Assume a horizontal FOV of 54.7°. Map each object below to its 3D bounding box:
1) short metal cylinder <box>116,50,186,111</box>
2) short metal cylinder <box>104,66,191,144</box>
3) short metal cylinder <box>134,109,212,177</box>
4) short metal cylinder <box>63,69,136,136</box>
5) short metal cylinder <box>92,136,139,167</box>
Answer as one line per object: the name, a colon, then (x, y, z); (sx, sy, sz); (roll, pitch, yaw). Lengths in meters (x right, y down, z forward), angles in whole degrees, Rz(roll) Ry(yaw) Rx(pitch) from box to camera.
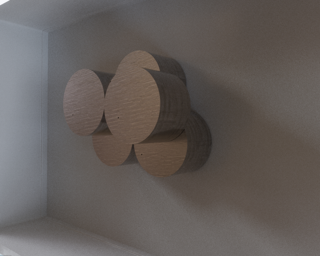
short metal cylinder: (-0.013, -0.055, 0.400); (0.080, 0.050, 0.080); (0, 90, 40)
short metal cylinder: (-0.014, -0.023, 0.334); (0.080, 0.050, 0.080); (0, 90, 40)
short metal cylinder: (0.015, 0.017, 0.376); (0.080, 0.050, 0.080); (0, 90, 40)
short metal cylinder: (-0.076, -0.030, 0.386); (0.080, 0.050, 0.080); (0, 90, 40)
short metal cylinder: (-0.048, 0.011, 0.428); (0.080, 0.050, 0.080); (0, 90, 40)
